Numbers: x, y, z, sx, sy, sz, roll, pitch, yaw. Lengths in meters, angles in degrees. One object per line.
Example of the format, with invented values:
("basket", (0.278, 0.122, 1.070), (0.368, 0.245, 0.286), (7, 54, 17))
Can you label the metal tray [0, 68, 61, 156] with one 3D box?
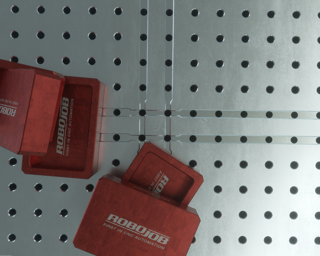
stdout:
("metal tray", (-0.171, -0.024, 0.368), (0.130, 0.030, 0.089), (11, 90, 42))

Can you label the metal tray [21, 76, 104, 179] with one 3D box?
("metal tray", (-0.126, -0.002, 0.409), (0.091, 0.030, 0.129), (5, 90, -1))

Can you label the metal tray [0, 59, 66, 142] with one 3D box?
("metal tray", (-0.191, -0.037, 0.377), (0.131, 0.030, 0.089), (13, 92, 3))

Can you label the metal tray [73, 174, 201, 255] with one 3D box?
("metal tray", (-0.027, 0.122, 0.380), (0.131, 0.030, 0.090), (22, 90, -1))

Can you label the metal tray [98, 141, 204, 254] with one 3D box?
("metal tray", (-0.015, 0.094, 0.410), (0.090, 0.030, 0.130), (33, 90, -1))
